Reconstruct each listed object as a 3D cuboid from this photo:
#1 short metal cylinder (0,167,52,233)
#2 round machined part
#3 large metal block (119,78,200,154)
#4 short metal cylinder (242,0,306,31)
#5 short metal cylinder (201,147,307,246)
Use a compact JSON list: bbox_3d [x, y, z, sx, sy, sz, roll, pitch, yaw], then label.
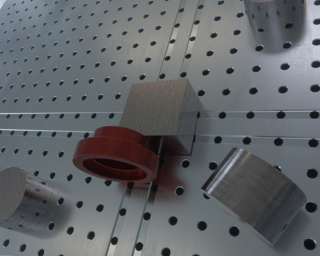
[{"bbox_3d":[-0.201,0.101,0.436,0.080,0.050,0.080,-13,56,21],"label":"short metal cylinder"},{"bbox_3d":[-0.049,0.031,0.368,0.098,0.098,0.042,-4,61,26],"label":"round machined part"},{"bbox_3d":[0.000,-0.013,0.399,0.080,0.050,0.080,-1,59,27],"label":"large metal block"},{"bbox_3d":[0.155,-0.181,0.422,0.080,0.050,0.080,-13,56,21],"label":"short metal cylinder"},{"bbox_3d":[0.085,0.063,0.290,0.080,0.080,0.050,34,81,38],"label":"short metal cylinder"}]
